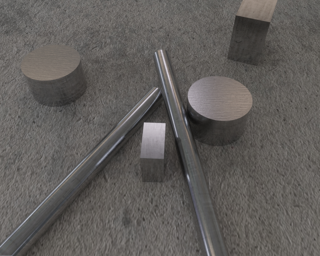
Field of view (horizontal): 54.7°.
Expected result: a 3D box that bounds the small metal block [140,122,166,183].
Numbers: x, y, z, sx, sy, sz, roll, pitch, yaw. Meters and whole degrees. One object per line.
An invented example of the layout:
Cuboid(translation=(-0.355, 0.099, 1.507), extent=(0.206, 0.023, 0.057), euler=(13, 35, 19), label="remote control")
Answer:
Cuboid(translation=(-0.007, 0.029, 0.363), extent=(0.025, 0.050, 0.050), euler=(2, 50, 2), label="small metal block")

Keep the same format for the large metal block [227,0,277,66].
Cuboid(translation=(0.150, -0.162, 0.505), extent=(0.050, 0.080, 0.080), euler=(17, 52, 14), label="large metal block")

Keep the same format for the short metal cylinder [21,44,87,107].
Cuboid(translation=(-0.152, -0.077, 0.451), extent=(0.081, 0.050, 0.080), euler=(0, 50, 0), label="short metal cylinder")

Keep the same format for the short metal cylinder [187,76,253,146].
Cuboid(translation=(0.075, -0.023, 0.407), extent=(0.081, 0.050, 0.080), euler=(0, 50, 0), label="short metal cylinder")

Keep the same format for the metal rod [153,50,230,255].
Cuboid(translation=(0.029, 0.011, 0.381), extent=(0.025, 0.025, 0.299), euler=(-8, 54, -7), label="metal rod")

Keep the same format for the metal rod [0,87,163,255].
Cuboid(translation=(-0.085, 0.048, 0.361), extent=(0.025, 0.025, 0.301), euler=(26, 55, 20), label="metal rod")
